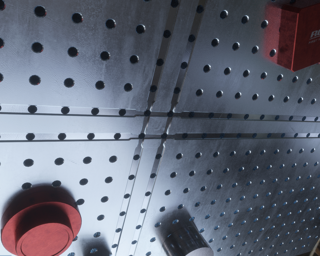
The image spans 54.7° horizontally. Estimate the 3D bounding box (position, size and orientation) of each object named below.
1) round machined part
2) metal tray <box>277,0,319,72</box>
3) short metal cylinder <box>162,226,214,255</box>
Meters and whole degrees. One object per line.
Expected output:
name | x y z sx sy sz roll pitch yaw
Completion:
round machined part | -0.151 0.133 0.400 0.099 0.042 0.097 -14 124 -21
metal tray | 0.234 -0.143 0.447 0.131 0.030 0.089 -21 127 -16
short metal cylinder | 0.050 0.227 0.562 0.081 0.050 0.079 -14 124 -21
